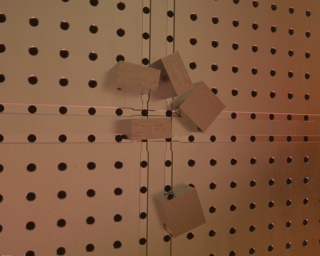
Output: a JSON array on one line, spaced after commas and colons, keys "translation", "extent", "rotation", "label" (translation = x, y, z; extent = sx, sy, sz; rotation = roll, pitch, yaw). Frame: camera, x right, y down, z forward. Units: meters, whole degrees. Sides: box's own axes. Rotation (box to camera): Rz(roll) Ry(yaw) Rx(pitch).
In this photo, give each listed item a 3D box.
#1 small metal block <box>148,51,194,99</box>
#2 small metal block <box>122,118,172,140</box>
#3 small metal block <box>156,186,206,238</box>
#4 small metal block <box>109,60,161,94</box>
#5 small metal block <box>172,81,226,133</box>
[{"translation": [0.013, -0.067, 0.404], "extent": [0.025, 0.050, 0.050], "rotation": [-28, 100, -18], "label": "small metal block"}, {"translation": [-0.018, 0.001, 0.392], "extent": [0.050, 0.050, 0.025], "rotation": [-3, 91, -20], "label": "small metal block"}, {"translation": [0.029, 0.113, 0.423], "extent": [0.050, 0.025, 0.050], "rotation": [-19, 97, -19], "label": "small metal block"}, {"translation": [-0.033, -0.062, 0.387], "extent": [0.050, 0.050, 0.025], "rotation": [10, 87, -20], "label": "small metal block"}, {"translation": [0.054, -0.029, 0.432], "extent": [0.050, 0.025, 0.050], "rotation": [45, 76, -15], "label": "small metal block"}]
